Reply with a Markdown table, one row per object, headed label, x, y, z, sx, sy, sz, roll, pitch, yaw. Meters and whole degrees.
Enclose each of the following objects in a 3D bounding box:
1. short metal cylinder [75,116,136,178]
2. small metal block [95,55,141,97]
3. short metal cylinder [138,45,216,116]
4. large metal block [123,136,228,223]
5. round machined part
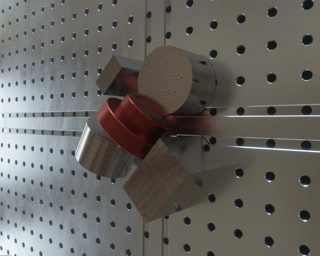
| label | x | y | z | sx | sy | sz | roll | pitch | yaw |
| --- | --- | --- | --- | --- | --- | --- | --- | --- | --- |
| short metal cylinder | -0.070 | 0.025 | 0.428 | 0.080 | 0.081 | 0.050 | 38 | 113 | 33 |
| small metal block | -0.053 | -0.071 | 0.434 | 0.050 | 0.050 | 0.025 | -49 | 61 | 28 |
| short metal cylinder | 0.020 | -0.055 | 0.375 | 0.080 | 0.050 | 0.079 | 0 | 90 | 39 |
| large metal block | 0.018 | 0.056 | 0.357 | 0.050 | 0.081 | 0.080 | 51 | 120 | 27 |
| round machined part | -0.024 | -0.006 | 0.380 | 0.042 | 0.098 | 0.098 | -49 | 61 | 14 |
